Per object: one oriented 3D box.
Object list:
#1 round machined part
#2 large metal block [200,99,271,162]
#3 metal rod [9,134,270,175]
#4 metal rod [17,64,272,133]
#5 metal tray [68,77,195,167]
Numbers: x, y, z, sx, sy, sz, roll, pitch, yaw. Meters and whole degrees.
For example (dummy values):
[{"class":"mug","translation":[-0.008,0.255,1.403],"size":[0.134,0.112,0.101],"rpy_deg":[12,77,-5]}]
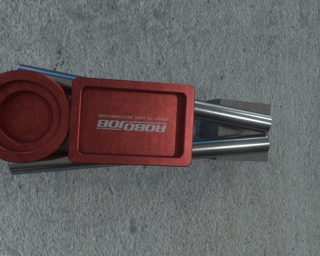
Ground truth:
[{"class":"round machined part","translation":[-0.146,-0.012,0.342],"size":[0.099,0.042,0.097],"rpy_deg":[0,90,-10]},{"class":"large metal block","translation":[0.104,0.004,0.435],"size":[0.081,0.050,0.080],"rpy_deg":[4,89,-20]},{"class":"metal rod","translation":[-0.017,0.030,0.371],"size":[0.302,0.025,0.025],"rpy_deg":[-4,92,-8]},{"class":"metal rod","translation":[-0.012,-0.033,0.372],"size":[0.302,0.025,0.025],"rpy_deg":[11,86,-7]},{"class":"metal tray","translation":[-0.030,-0.005,0.342],"size":[0.131,0.030,0.089],"rpy_deg":[3,89,-8]}]
